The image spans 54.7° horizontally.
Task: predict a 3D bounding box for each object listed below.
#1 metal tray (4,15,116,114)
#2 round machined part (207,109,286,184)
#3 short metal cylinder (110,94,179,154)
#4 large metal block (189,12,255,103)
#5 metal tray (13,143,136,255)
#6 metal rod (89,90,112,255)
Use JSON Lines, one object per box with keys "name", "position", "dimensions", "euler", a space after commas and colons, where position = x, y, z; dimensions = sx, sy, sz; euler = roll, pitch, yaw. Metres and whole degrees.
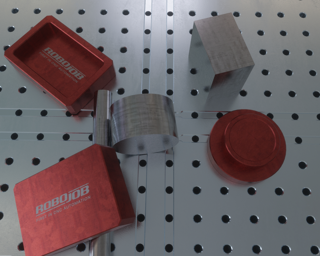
{"name": "metal tray", "position": [-0.141, -0.092, 0.441], "dimensions": [0.130, 0.030, 0.090], "euler": [38, 74, 12]}
{"name": "round machined part", "position": [0.113, 0.020, 0.396], "dimensions": [0.099, 0.042, 0.098], "euler": [0, 70, 0]}
{"name": "short metal cylinder", "position": [-0.020, -0.002, 0.383], "dimensions": [0.081, 0.080, 0.050], "euler": [-7, 70, -3]}
{"name": "large metal block", "position": [0.078, -0.092, 0.417], "dimensions": [0.050, 0.080, 0.080], "euler": [-15, 71, -5]}
{"name": "metal tray", "position": [-0.100, 0.084, 0.349], "dimensions": [0.130, 0.030, 0.090], "euler": [-26, 70, 18]}
{"name": "metal rod", "position": [-0.072, 0.093, 0.377], "dimensions": [0.025, 0.025, 0.299], "euler": [-2, 70, -1]}
